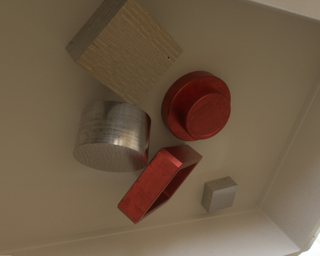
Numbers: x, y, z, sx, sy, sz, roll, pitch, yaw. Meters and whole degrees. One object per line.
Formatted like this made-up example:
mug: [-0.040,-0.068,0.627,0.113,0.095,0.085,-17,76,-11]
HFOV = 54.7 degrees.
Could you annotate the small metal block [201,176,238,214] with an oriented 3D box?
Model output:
small metal block: [0.103,0.116,0.539,0.050,0.025,0.050,-9,123,-24]

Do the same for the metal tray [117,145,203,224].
metal tray: [0.006,0.067,0.406,0.090,0.030,0.130,-53,165,10]

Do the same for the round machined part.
round machined part: [0.055,-0.023,0.415,0.099,0.042,0.097,-14,125,-21]

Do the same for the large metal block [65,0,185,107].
large metal block: [-0.036,-0.082,0.323,0.080,0.050,0.080,-49,129,6]

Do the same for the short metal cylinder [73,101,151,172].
short metal cylinder: [-0.052,0.012,0.347,0.080,0.050,0.080,3,151,2]
